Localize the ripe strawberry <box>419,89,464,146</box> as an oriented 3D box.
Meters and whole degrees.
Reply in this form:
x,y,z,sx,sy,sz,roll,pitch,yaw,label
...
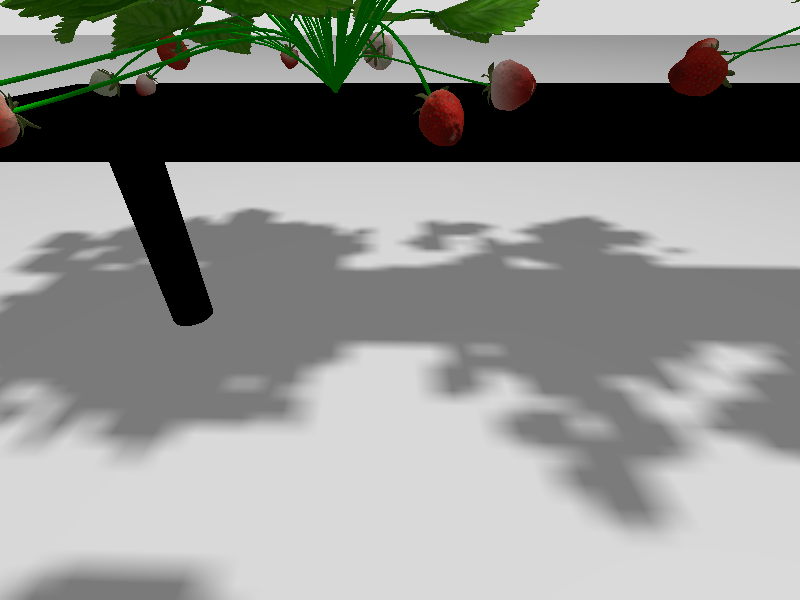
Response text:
x,y,z,sx,sy,sz,roll,pitch,yaw,label
0.018,-0.074,0.167,0.019,0.021,0.022,-13,-27,-18,ripe strawberry

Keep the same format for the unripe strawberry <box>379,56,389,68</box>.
x,y,z,sx,sy,sz,roll,pitch,yaw,label
-0.017,-0.255,0.429,0.011,0.011,0.011,7,35,10,unripe strawberry

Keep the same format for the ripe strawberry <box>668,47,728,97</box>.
x,y,z,sx,sy,sz,roll,pitch,yaw,label
0.209,-0.161,0.283,0.035,0.030,0.035,-5,35,-6,ripe strawberry

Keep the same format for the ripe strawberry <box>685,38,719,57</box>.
x,y,z,sx,sy,sz,roll,pitch,yaw,label
0.338,-0.277,0.450,0.027,0.031,0.030,-11,36,-16,ripe strawberry

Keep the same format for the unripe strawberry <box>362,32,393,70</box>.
x,y,z,sx,sy,sz,roll,pitch,yaw,label
-0.025,-0.292,0.471,0.036,0.038,0.038,4,34,6,unripe strawberry

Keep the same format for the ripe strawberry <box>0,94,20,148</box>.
x,y,z,sx,sy,sz,roll,pitch,yaw,label
-0.182,-0.078,0.170,0.025,0.027,0.027,24,42,31,ripe strawberry

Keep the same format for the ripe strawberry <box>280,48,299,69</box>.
x,y,z,sx,sy,sz,roll,pitch,yaw,label
-0.130,-0.285,0.474,0.021,0.022,0.023,-13,-14,-18,ripe strawberry

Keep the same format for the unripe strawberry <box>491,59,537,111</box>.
x,y,z,sx,sy,sz,roll,pitch,yaw,label
0.067,-0.127,0.238,0.026,0.027,0.024,22,40,28,unripe strawberry

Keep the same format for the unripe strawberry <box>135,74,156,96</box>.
x,y,z,sx,sy,sz,roll,pitch,yaw,label
-0.187,-0.157,0.293,0.013,0.015,0.015,41,19,-31,unripe strawberry

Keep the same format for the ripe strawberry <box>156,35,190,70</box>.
x,y,z,sx,sy,sz,roll,pitch,yaw,label
-0.264,-0.286,0.464,0.036,0.035,0.033,24,41,36,ripe strawberry

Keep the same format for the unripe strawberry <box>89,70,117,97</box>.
x,y,z,sx,sy,sz,roll,pitch,yaw,label
-0.217,-0.157,0.292,0.018,0.017,0.016,-17,35,4,unripe strawberry
